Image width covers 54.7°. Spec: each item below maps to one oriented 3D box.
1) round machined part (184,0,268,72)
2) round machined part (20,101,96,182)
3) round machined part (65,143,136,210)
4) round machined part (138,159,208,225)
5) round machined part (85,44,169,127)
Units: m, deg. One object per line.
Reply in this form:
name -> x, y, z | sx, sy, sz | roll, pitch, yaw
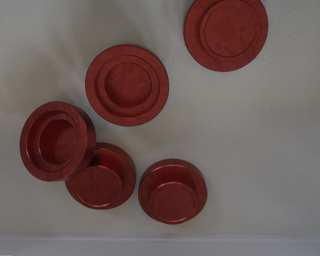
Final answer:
round machined part -> 0.077, -0.114, 0.361 | 0.099, 0.042, 0.097 | 0, 110, 0
round machined part -> -0.123, 0.018, 0.392 | 0.098, 0.042, 0.097 | -3, 81, 19
round machined part -> -0.083, 0.073, 0.428 | 0.099, 0.042, 0.097 | 0, 110, 0
round machined part -> 0.018, 0.096, 0.438 | 0.099, 0.042, 0.097 | 0, 110, 0
round machined part -> -0.038, -0.054, 0.382 | 0.099, 0.042, 0.097 | 0, 110, 0
